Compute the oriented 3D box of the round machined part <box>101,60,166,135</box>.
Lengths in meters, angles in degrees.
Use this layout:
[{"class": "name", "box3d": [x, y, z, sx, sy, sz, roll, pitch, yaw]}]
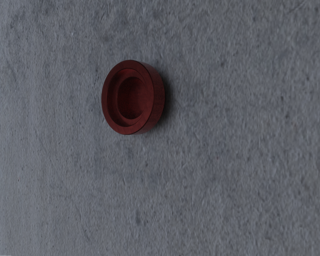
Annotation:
[{"class": "round machined part", "box3d": [-0.031, -0.040, 0.417, 0.098, 0.042, 0.097, 0, 90, 39]}]
